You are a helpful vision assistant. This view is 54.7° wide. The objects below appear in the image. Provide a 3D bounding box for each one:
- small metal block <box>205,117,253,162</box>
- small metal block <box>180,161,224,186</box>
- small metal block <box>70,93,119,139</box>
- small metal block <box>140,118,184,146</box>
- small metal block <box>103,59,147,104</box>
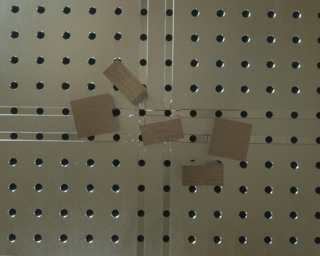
[{"bbox_3d":[0.091,0.015,0.415,0.050,0.025,0.050,11,90,-1],"label":"small metal block"},{"bbox_3d":[0.052,0.058,0.402,0.050,0.050,0.025,0,90,-1],"label":"small metal block"},{"bbox_3d":[-0.086,-0.016,0.412,0.050,0.025,0.050,-12,90,-1],"label":"small metal block"},{"bbox_3d":[0.002,0.005,0.401,0.050,0.050,0.025,-11,90,0],"label":"small metal block"},{"bbox_3d":[-0.043,-0.058,0.400,0.025,0.050,0.050,-44,91,0],"label":"small metal block"}]
